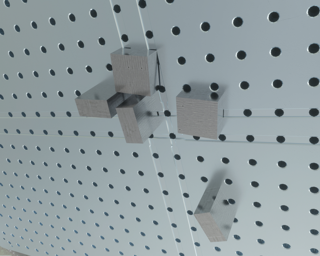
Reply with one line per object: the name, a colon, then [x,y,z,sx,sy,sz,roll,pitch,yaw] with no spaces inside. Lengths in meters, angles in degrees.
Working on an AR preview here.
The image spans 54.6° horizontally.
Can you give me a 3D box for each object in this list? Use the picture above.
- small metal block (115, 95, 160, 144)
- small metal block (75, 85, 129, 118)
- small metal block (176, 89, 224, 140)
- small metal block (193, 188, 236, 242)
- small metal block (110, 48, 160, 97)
small metal block: [-0.027,-0.014,0.401,0.025,0.050,0.050,0,119,28]
small metal block: [-0.075,-0.037,0.413,0.050,0.050,0.025,5,120,26]
small metal block: [0.048,-0.017,0.375,0.050,0.025,0.050,9,123,23]
small metal block: [0.077,0.120,0.429,0.025,0.050,0.050,-20,108,36]
small metal block: [-0.030,-0.070,0.385,0.050,0.025,0.050,10,123,23]
